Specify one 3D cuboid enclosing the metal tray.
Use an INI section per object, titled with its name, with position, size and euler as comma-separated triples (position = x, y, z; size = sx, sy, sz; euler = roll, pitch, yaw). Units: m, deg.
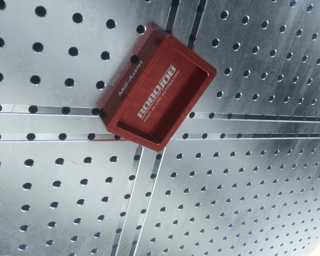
[metal tray]
position = -0.001, -0.041, 0.380
size = 0.090, 0.030, 0.130
euler = 26, 104, -37
